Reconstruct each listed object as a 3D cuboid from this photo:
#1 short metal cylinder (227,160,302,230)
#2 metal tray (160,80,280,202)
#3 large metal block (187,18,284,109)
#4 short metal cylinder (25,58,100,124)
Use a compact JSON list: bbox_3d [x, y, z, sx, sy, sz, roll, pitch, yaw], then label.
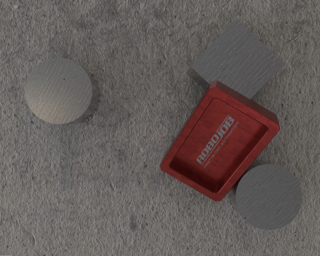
[{"bbox_3d":[0.132,0.083,0.399,0.081,0.050,0.079,0,90,0],"label":"short metal cylinder"},{"bbox_3d":[0.069,0.019,0.379,0.090,0.030,0.129,30,117,-1],"label":"metal tray"},{"bbox_3d":[0.093,-0.076,0.398,0.080,0.050,0.080,43,90,0],"label":"large metal block"},{"bbox_3d":[-0.122,-0.045,0.396,0.081,0.050,0.079,0,90,0],"label":"short metal cylinder"}]
